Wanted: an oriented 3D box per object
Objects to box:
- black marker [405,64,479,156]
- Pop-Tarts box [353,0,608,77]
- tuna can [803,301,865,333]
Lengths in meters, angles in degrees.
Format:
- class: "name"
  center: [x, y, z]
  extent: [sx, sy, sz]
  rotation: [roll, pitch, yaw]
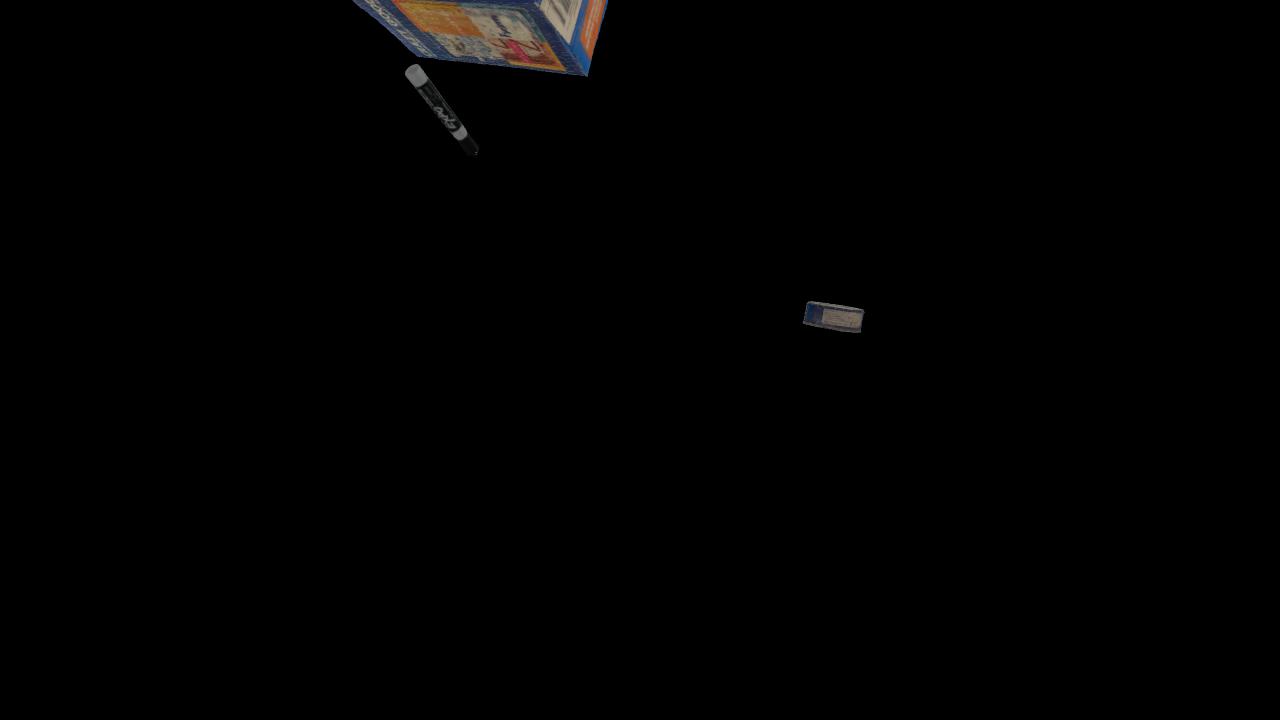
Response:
- class: "black marker"
  center: [-0.222, -0.281, 0.704]
  extent: [0.020, 0.020, 0.121]
  rotation: [0, -27, 23]
- class: "Pop-Tarts box"
  center: [-0.088, -0.286, 0.394]
  extent: [0.141, 0.167, 0.083]
  rotation: [14, -2, 16]
- class: "tuna can"
  center: [0.285, -0.064, 0.906]
  extent: [0.084, 0.034, 0.084]
  rotation: [8, 10, -1]
